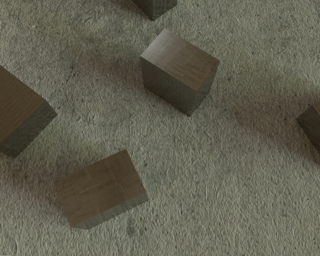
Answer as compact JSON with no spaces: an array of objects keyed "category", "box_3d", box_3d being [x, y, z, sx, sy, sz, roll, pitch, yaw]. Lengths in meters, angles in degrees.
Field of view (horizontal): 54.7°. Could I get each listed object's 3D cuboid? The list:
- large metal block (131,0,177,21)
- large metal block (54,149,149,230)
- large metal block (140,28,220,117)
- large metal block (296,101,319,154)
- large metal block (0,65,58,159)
[{"category":"large metal block","box_3d":[-0.018,-0.223,0.460,0.050,0.080,0.080,-39,75,-13]},{"category":"large metal block","box_3d":[-0.061,0.073,0.352,0.080,0.080,0.050,-24,72,-9]},{"category":"large metal block","box_3d":[0.024,-0.069,0.404,0.080,0.080,0.050,34,74,11]},{"category":"large metal block","box_3d":[0.241,-0.003,0.397,0.080,0.050,0.080,-24,72,-9]},{"category":"large metal block","box_3d":[-0.197,-0.020,0.401,0.080,0.050,0.080,36,74,12]}]
